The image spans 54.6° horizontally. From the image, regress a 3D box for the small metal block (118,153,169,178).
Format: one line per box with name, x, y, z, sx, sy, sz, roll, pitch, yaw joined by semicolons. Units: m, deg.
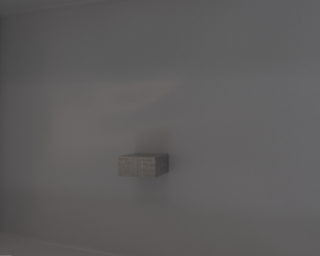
small metal block;-0.021;0.048;0.405;0.050;0.050;0.025;0;90;20
